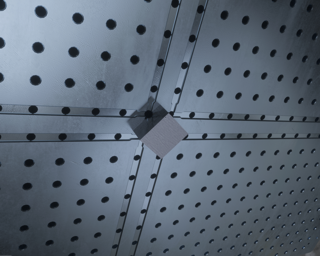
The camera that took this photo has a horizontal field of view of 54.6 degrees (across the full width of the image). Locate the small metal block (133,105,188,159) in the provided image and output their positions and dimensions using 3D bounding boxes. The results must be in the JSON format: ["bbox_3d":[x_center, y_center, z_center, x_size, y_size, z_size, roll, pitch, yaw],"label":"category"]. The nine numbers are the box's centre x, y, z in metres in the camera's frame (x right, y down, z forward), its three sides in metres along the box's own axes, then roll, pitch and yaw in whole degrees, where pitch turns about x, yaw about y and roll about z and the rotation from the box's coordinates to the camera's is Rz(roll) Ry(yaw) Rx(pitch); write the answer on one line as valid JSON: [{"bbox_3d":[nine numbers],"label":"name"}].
[{"bbox_3d":[0.001,0.006,0.415,0.050,0.025,0.050,-44,130,2],"label":"small metal block"}]
